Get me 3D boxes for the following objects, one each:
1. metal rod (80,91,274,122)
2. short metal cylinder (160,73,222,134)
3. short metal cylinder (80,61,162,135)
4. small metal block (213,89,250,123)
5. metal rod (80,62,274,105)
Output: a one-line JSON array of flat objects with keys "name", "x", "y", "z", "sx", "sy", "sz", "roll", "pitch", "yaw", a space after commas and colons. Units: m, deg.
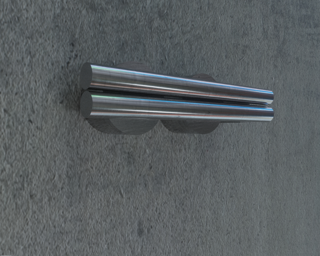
[{"name": "metal rod", "x": 0.048, "y": -0.021, "z": 0.380, "sx": 0.302, "sy": 0.025, "sz": 0.025, "roll": 0, "pitch": 90, "yaw": -40}, {"name": "short metal cylinder", "x": 0.042, "y": -0.032, "z": 0.425, "sx": 0.081, "sy": 0.050, "sz": 0.080, "roll": 0, "pitch": 90, "yaw": -40}, {"name": "short metal cylinder", "x": -0.042, "y": -0.032, "z": 0.353, "sx": 0.081, "sy": 0.050, "sz": 0.080, "roll": 0, "pitch": 90, "yaw": -40}, {"name": "small metal block", "x": 0.111, "y": -0.033, "z": 0.484, "sx": 0.025, "sy": 0.050, "sz": 0.050, "roll": -2, "pitch": 91, "yaw": -40}, {"name": "metal rod", "x": 0.048, "y": -0.047, "z": 0.380, "sx": 0.302, "sy": 0.025, "sz": 0.025, "roll": 0, "pitch": 90, "yaw": -40}]
